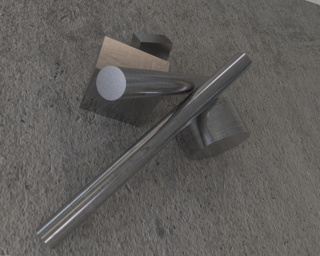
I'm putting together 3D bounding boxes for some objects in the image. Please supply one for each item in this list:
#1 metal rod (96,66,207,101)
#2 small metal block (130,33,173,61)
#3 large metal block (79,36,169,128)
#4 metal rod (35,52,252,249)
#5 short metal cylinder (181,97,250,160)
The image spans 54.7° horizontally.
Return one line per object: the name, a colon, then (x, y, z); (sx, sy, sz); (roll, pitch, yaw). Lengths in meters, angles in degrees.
metal rod: (0.026, -0.051, 0.360); (0.025, 0.025, 0.301); (53, 24, 9)
small metal block: (-0.016, -0.105, 0.439); (0.050, 0.050, 0.025); (-6, 45, -31)
large metal block: (-0.044, -0.052, 0.376); (0.081, 0.080, 0.050); (19, 55, -17)
metal rod: (-0.001, 0.009, 0.338); (0.301, 0.025, 0.025); (-42, 86, -20)
short metal cylinder: (0.069, 0.003, 0.404); (0.081, 0.080, 0.050); (-9, 66, -32)
